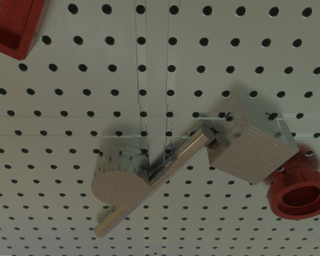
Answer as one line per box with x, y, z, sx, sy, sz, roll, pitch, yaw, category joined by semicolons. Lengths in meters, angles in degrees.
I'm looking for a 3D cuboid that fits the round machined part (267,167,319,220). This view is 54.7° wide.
0.218;0.099;0.487;0.099;0.042;0.097;0;130;0;round machined part

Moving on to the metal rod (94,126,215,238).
-0.023;0.099;0.495;0.025;0.025;0.299;29;124;-23;metal rod

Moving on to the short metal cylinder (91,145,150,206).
-0.056;0.070;0.454;0.081;0.050;0.079;0;131;0;short metal cylinder

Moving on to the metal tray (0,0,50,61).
-0.151;-0.138;0.289;0.090;0.030;0.129;24;126;-19;metal tray

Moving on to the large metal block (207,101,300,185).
0.120;0.023;0.416;0.080;0.050;0.080;24;126;-20;large metal block
